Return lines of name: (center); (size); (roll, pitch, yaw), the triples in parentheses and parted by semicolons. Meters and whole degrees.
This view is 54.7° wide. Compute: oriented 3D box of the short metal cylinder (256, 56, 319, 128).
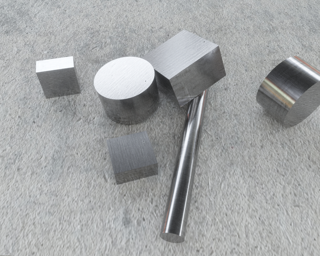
short metal cylinder: (0.176, -0.047, 0.408); (0.081, 0.080, 0.050); (-26, 55, -20)

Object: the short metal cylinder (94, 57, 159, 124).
short metal cylinder: (-0.044, -0.052, 0.424); (0.080, 0.050, 0.080); (-4, 52, 6)

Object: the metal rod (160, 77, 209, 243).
metal rod: (0.043, -0.002, 0.405); (0.025, 0.025, 0.300); (9, 51, 8)

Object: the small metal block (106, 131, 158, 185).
small metal block: (-0.034, 0.035, 0.374); (0.050, 0.025, 0.050); (-13, 51, -11)

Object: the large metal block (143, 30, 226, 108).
large metal block: (0.032, -0.086, 0.436); (0.080, 0.050, 0.080); (-36, 43, -10)

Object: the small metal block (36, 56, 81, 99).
small metal block: (-0.145, -0.072, 0.447); (0.050, 0.050, 0.025); (-10, 51, -9)
